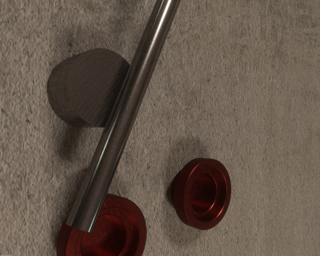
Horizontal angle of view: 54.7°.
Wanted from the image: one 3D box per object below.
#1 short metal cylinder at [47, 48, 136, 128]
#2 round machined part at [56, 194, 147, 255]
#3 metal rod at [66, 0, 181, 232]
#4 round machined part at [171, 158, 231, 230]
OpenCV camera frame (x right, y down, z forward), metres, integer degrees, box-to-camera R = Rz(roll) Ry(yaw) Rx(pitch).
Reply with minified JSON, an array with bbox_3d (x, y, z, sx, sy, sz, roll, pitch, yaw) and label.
[{"bbox_3d":[-0.071,-0.040,0.330,0.081,0.050,0.079,0,90,-40],"label":"short metal cylinder"},{"bbox_3d":[-0.066,0.121,0.340,0.099,0.042,0.097,0,90,-40],"label":"round machined part"},{"bbox_3d":[-0.025,-0.046,0.320,0.025,0.025,0.299,31,70,-36],"label":"metal rod"},{"bbox_3d":[0.055,0.091,0.442,0.099,0.042,0.097,0,90,-40],"label":"round machined part"}]
